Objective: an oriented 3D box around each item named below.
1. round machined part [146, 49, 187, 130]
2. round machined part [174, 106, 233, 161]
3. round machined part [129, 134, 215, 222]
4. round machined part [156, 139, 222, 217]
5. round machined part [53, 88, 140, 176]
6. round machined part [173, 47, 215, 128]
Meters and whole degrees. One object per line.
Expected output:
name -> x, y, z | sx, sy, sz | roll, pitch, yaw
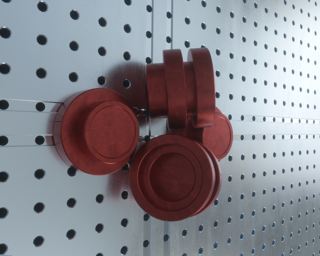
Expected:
round machined part -> 0.006, -0.046, 0.381 | 0.042, 0.098, 0.097 | -4, 94, 0
round machined part -> 0.070, 0.012, 0.456 | 0.099, 0.042, 0.097 | 0, 90, -40
round machined part -> 0.017, 0.058, 0.369 | 0.042, 0.098, 0.098 | 25, 71, -71
round machined part -> 0.030, 0.063, 0.398 | 0.042, 0.098, 0.098 | 27, 70, -70
round machined part -> -0.062, 0.004, 0.344 | 0.099, 0.042, 0.097 | 0, 90, -40
round machined part -> 0.038, -0.048, 0.384 | 0.042, 0.098, 0.097 | -4, 94, 0
